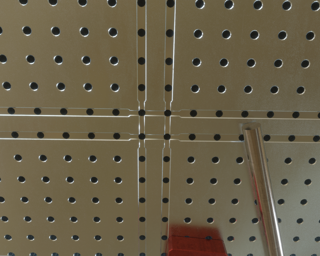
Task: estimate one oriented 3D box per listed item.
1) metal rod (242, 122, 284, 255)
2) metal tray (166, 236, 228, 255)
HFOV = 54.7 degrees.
[{"bbox_3d":[0.163,0.132,0.464,0.025,0.025,0.298,-15,110,5],"label":"metal rod"},{"bbox_3d":[0.051,0.240,0.499,0.091,0.030,0.129,6,110,-3],"label":"metal tray"}]
